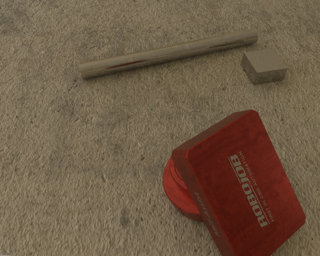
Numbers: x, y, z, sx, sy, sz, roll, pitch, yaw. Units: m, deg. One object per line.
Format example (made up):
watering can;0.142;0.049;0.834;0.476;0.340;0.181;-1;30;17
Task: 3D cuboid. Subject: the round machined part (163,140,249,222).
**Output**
round machined part;0.049;0.047;0.334;0.098;0.042;0.098;-13;47;14

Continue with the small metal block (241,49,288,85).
small metal block;0.163;-0.097;0.487;0.050;0.025;0.050;-10;51;-9

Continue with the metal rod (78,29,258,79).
metal rod;0.021;-0.123;0.507;0.302;0.025;0.025;-15;52;-13

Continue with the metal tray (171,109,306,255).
metal tray;0.079;0.058;0.301;0.091;0.030;0.129;-30;98;-23
